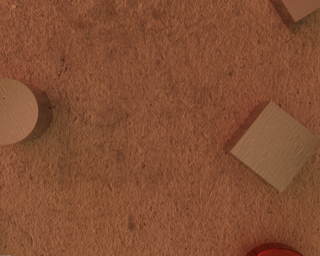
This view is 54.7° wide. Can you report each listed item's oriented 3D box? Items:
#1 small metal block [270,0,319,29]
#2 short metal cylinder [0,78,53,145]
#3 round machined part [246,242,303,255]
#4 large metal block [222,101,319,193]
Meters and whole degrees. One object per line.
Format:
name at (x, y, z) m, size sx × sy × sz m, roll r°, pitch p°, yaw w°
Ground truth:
small metal block at (0.183, -0.171, 0.412) m, size 0.050 × 0.025 × 0.050 m, roll -32°, pitch 90°, yaw -1°
short metal cylinder at (-0.186, -0.020, 0.395) m, size 0.081 × 0.050 × 0.079 m, roll 0°, pitch 90°, yaw -1°
round machined part at (0.148, 0.197, 0.404) m, size 0.099 × 0.042 × 0.097 m, roll 0°, pitch 90°, yaw -1°
large metal block at (0.141, 0.022, 0.399) m, size 0.080 × 0.050 × 0.080 m, roll 39°, pitch 90°, yaw -1°
